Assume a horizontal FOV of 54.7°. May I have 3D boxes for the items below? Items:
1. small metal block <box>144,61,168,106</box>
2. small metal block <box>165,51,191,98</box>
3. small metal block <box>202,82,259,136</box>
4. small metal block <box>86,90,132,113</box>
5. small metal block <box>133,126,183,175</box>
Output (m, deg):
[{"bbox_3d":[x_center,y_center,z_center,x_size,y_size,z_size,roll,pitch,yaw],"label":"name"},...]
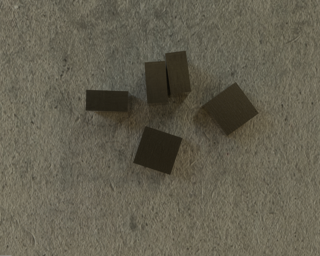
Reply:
[{"bbox_3d":[-0.004,-0.055,0.397,0.025,0.050,0.050,-4,90,0],"label":"small metal block"},{"bbox_3d":[0.022,-0.067,0.397,0.025,0.050,0.050,-8,90,0],"label":"small metal block"},{"bbox_3d":[0.092,-0.025,0.411,0.050,0.025,0.050,-36,90,0],"label":"small metal block"},{"bbox_3d":[-0.064,-0.033,0.397,0.050,0.050,0.025,2,90,0],"label":"small metal block"},{"bbox_3d":[-0.003,0.029,0.410,0.050,0.025,0.050,18,90,0],"label":"small metal block"}]
